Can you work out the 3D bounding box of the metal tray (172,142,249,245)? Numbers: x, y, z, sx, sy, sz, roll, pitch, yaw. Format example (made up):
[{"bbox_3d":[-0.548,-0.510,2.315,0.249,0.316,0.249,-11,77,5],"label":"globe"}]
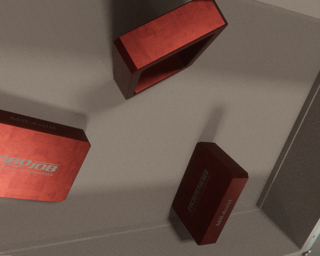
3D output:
[{"bbox_3d":[0.070,0.097,0.467,0.030,0.090,0.129,5,116,-31],"label":"metal tray"}]

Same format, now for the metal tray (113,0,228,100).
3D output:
[{"bbox_3d":[0.001,-0.071,0.304,0.090,0.130,0.030,-29,91,-10],"label":"metal tray"}]

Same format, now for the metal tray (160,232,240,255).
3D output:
[{"bbox_3d":[0.069,0.240,0.556,0.130,0.090,0.030,-33,129,-6],"label":"metal tray"}]

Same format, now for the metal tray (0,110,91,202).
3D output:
[{"bbox_3d":[-0.155,0.033,0.341,0.131,0.030,0.089,16,110,-35],"label":"metal tray"}]
